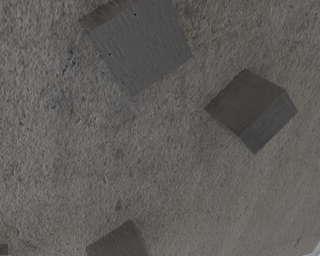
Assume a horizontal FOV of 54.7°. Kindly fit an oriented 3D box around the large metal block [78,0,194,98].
[{"bbox_3d":[-0.023,-0.092,0.321,0.080,0.050,0.080,-35,129,-6],"label":"large metal block"}]

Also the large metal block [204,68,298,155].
[{"bbox_3d":[0.122,-0.024,0.422,0.080,0.080,0.050,-46,129,3],"label":"large metal block"}]

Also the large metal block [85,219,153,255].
[{"bbox_3d":[-0.055,0.201,0.465,0.080,0.080,0.050,-31,129,-8],"label":"large metal block"}]

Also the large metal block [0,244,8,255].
[{"bbox_3d":[-0.227,0.184,0.361,0.081,0.080,0.050,17,109,-35],"label":"large metal block"}]
